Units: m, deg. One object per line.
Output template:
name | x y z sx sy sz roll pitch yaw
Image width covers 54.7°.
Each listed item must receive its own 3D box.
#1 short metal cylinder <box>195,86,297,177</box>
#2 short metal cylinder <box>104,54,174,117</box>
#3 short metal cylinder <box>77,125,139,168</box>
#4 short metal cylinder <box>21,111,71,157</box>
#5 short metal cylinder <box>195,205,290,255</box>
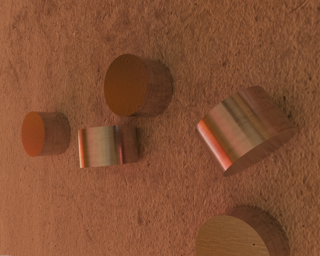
short metal cylinder | 0.082 0.005 0.301 0.080 0.081 0.050 -45 63 30
short metal cylinder | -0.029 -0.054 0.413 0.080 0.050 0.080 0 90 40
short metal cylinder | -0.071 0.026 0.428 0.080 0.081 0.050 -9 84 39
short metal cylinder | -0.206 0.010 0.559 0.080 0.050 0.080 0 90 40
short metal cylinder | 0.084 0.125 0.319 0.080 0.050 0.080 0 90 40
